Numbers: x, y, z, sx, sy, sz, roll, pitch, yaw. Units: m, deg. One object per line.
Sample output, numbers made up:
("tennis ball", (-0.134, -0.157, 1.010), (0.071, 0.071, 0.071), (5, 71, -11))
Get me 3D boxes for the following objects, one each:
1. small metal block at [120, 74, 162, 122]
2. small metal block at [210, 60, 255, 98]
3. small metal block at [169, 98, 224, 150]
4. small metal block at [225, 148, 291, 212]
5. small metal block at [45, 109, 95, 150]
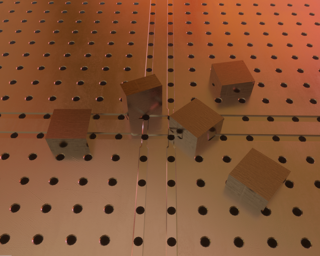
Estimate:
("small metal block", (-0.025, -0.041, 0.426), (0.050, 0.050, 0.025), (-19, 53, -15))
("small metal block", (0.109, -0.075, 0.472), (0.050, 0.025, 0.050), (-8, 51, -7))
("small metal block", (0.048, -0.007, 0.414), (0.050, 0.025, 0.050), (-35, 58, -26))
("small metal block", (0.113, 0.058, 0.359), (0.050, 0.025, 0.050), (35, 58, 25))
("small metal block", (-0.116, 0.002, 0.406), (0.050, 0.025, 0.050), (0, 50, 0))
